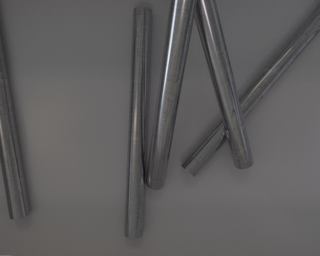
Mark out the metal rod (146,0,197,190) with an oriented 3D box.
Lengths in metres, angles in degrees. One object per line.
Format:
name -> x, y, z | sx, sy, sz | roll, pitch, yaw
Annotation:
metal rod -> 0.012, -0.052, 0.337 | 0.025, 0.025, 0.298 | 8, 121, 0

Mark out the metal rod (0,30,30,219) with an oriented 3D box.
metal rod -> -0.209, -0.031, 0.409 | 0.025, 0.025, 0.298 | -9, 90, 0

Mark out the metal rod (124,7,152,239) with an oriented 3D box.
metal rod -> -0.029, -0.007, 0.410 | 0.025, 0.025, 0.298 | 2, 90, 0

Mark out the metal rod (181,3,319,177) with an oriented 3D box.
metal rod -> 0.135, -0.056, 0.412 | 0.025, 0.025, 0.300 | 41, 90, 0

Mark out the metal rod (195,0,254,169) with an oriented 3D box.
metal rod -> 0.063, -0.079, 0.344 | 0.025, 0.025, 0.299 | -21, 116, 0
